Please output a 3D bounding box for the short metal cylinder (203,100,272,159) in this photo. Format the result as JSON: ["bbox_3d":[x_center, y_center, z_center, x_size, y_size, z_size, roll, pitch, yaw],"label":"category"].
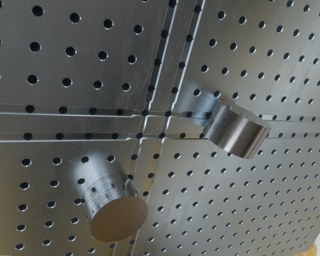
[{"bbox_3d":[0.108,0.001,0.438,0.081,0.080,0.050,14,111,-34],"label":"short metal cylinder"}]

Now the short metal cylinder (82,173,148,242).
[{"bbox_3d":[-0.063,0.110,0.430,0.081,0.050,0.079,-14,125,-21],"label":"short metal cylinder"}]
